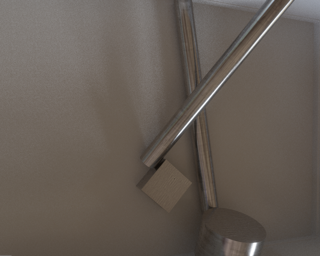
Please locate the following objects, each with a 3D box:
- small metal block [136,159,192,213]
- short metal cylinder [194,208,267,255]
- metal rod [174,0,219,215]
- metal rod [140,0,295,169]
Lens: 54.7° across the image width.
[{"bbox_3d":[0.005,0.076,0.414,0.050,0.025,0.050,44,76,-15],"label":"small metal block"},{"bbox_3d":[0.089,0.145,0.396,0.081,0.080,0.050,6,103,-20],"label":"short metal cylinder"},{"bbox_3d":[0.051,-0.027,0.430,0.025,0.025,0.298,-9,93,-20],"label":"metal rod"},{"bbox_3d":[0.075,-0.069,0.376,0.025,0.025,0.299,35,103,-17],"label":"metal rod"}]
